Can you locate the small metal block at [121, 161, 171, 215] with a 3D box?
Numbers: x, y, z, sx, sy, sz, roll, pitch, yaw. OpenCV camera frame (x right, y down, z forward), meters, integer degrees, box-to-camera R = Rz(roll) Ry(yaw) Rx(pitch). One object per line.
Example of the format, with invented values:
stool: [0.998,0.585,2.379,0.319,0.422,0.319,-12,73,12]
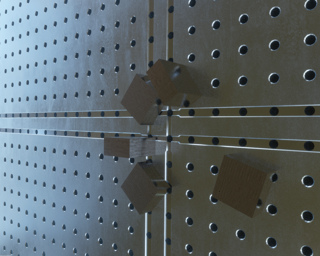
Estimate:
small metal block: [-0.021,0.082,0.428,0.050,0.025,0.050,49,119,29]

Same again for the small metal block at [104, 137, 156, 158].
small metal block: [-0.042,0.025,0.429,0.050,0.050,0.025,2,91,40]

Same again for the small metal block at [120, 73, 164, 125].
small metal block: [-0.021,-0.039,0.428,0.050,0.025,0.050,47,118,30]

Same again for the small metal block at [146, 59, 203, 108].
small metal block: [0.018,-0.054,0.379,0.025,0.050,0.050,-41,65,33]

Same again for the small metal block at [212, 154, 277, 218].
small metal block: [0.090,0.061,0.336,0.050,0.025,0.050,23,105,37]
